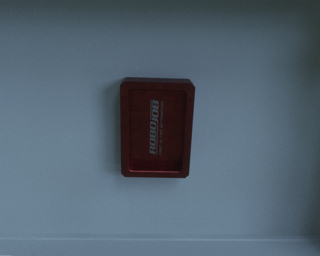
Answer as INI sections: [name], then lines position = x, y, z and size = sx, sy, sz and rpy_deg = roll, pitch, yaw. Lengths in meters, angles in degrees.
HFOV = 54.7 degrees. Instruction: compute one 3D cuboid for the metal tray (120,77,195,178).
[metal tray]
position = -0.005, 0.001, 0.406
size = 0.091, 0.030, 0.129
rpy_deg = 1, 110, -2
